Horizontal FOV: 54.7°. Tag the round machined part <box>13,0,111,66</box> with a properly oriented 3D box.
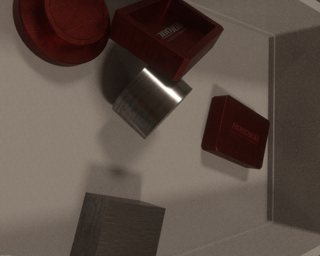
[{"bbox_3d":[-0.093,-0.115,0.319,0.099,0.042,0.097,0,90,-40],"label":"round machined part"}]

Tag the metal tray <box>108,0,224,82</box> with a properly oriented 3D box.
[{"bbox_3d":[0.013,-0.112,0.360,0.090,0.030,0.131,35,40,5],"label":"metal tray"}]

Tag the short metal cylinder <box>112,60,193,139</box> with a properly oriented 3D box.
[{"bbox_3d":[-0.008,-0.033,0.356,0.050,0.080,0.080,44,60,1],"label":"short metal cylinder"}]

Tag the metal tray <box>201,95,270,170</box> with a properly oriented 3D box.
[{"bbox_3d":[0.130,0.010,0.515,0.131,0.030,0.090,23,75,-38],"label":"metal tray"}]

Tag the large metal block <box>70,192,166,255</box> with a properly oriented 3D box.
[{"bbox_3d":[-0.047,0.122,0.353,0.080,0.050,0.080,20,77,-39],"label":"large metal block"}]
